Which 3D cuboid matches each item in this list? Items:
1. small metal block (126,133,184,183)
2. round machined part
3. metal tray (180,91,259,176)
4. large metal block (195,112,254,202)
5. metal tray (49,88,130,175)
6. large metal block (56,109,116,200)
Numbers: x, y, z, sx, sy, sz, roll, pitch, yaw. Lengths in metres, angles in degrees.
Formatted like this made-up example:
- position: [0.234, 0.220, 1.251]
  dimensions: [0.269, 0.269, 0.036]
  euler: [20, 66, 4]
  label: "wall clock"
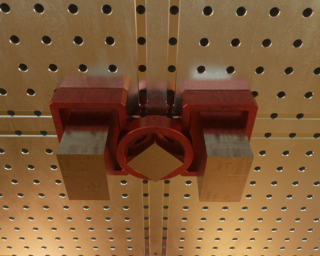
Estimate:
- position: [-0.006, 0.036, 0.389]
  dimensions: [0.050, 0.025, 0.050]
  euler: [37, 121, -27]
  label: "small metal block"
- position: [-0.007, 0.022, 0.407]
  dimensions: [0.099, 0.042, 0.097]
  euler: [0, 130, 0]
  label: "round machined part"
- position: [0.072, 0.012, 0.418]
  dimensions: [0.091, 0.030, 0.129]
  euler: [0, 130, 0]
  label: "metal tray"
- position: [0.075, 0.036, 0.389]
  dimensions: [0.050, 0.080, 0.079]
  euler: [1, 130, -1]
  label: "large metal block"
- position: [-0.086, 0.010, 0.414]
  dimensions: [0.091, 0.030, 0.129]
  euler: [0, 130, -1]
  label: "metal tray"
- position: [-0.086, 0.033, 0.385]
  dimensions: [0.050, 0.080, 0.079]
  euler: [1, 130, -1]
  label: "large metal block"
